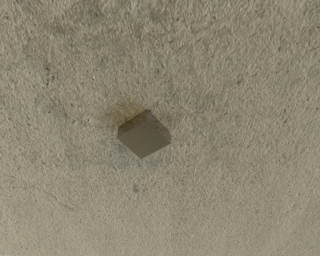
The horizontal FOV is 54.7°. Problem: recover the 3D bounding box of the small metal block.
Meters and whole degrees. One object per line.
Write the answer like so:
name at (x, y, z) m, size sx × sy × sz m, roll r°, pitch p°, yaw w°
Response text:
small metal block at (-0.021, 0.009, 0.416) m, size 0.050 × 0.025 × 0.050 m, roll -30°, pitch 125°, yaw 22°
